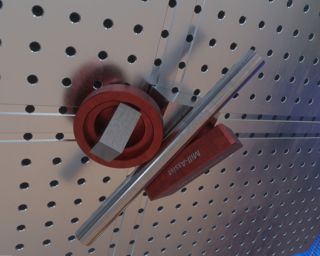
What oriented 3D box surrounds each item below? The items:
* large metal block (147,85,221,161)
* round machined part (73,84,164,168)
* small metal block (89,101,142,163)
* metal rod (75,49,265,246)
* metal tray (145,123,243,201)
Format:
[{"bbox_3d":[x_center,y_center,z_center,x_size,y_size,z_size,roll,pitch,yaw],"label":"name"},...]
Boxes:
[{"bbox_3d":[0.019,-0.002,0.405,0.081,0.050,0.079,9,114,-33],"label":"large metal block"},{"bbox_3d":[-0.045,-0.005,0.357,0.099,0.042,0.097,0,118,0],"label":"round machined part"},{"bbox_3d":[-0.049,0.006,0.337,0.025,0.050,0.050,31,63,-13],"label":"small metal block"},{"bbox_3d":[0.009,0.026,0.369,0.300,0.025,0.025,-47,130,4],"label":"metal rod"},{"bbox_3d":[0.046,0.047,0.421,0.130,0.030,0.090,-37,163,13],"label":"metal tray"}]
